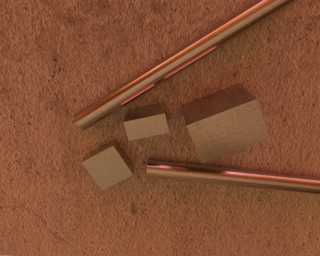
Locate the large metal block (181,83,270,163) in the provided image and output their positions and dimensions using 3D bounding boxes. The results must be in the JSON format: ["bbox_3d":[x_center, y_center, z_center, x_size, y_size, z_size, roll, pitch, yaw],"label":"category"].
[{"bbox_3d":[0.075,-0.009,0.378,0.080,0.080,0.050,-21,109,7],"label":"large metal block"}]

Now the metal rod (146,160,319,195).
[{"bbox_3d":[0.131,0.072,0.438,0.302,0.025,0.025,6,110,-3],"label":"metal rod"}]

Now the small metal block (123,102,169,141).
[{"bbox_3d":[-0.016,-0.009,0.393,0.050,0.050,0.025,-12,110,4],"label":"small metal block"}]

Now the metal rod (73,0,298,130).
[{"bbox_3d":[0.023,-0.082,0.379,0.300,0.025,0.025,-30,108,10],"label":"metal rod"}]

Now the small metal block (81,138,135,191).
[{"bbox_3d":[-0.071,0.050,0.427,0.050,0.025,0.050,-28,108,9],"label":"small metal block"}]
